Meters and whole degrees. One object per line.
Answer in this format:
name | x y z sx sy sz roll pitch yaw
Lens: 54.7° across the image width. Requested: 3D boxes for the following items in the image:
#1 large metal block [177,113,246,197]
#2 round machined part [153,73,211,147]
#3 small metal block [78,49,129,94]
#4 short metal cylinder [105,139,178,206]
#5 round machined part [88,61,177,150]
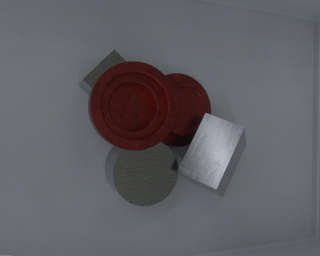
large metal block | 0.071 0.038 0.400 0.050 0.080 0.080 23 79 22
round machined part | 0.025 -0.024 0.408 0.099 0.042 0.097 0 90 -21
small metal block | -0.068 -0.063 0.370 0.025 0.050 0.050 46 76 -15
short metal cylinder | -0.024 0.052 0.388 0.081 0.050 0.079 0 90 -21
round machined part | -0.033 -0.024 0.357 0.099 0.042 0.097 0 90 -21
